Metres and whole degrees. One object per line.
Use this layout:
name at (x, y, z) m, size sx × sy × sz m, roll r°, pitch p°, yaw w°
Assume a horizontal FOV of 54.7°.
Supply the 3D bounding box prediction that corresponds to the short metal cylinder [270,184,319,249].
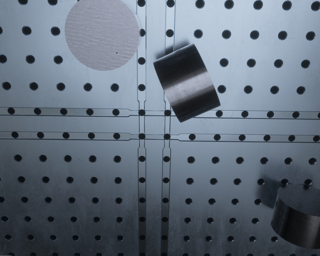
short metal cylinder at (0.201, 0.120, 0.431) m, size 0.081 × 0.080 × 0.050 m, roll 4°, pitch 110°, yaw -2°

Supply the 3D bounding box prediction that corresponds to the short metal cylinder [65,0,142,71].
short metal cylinder at (-0.063, -0.110, 0.359) m, size 0.081 × 0.050 × 0.079 m, roll 0°, pitch 110°, yaw -1°

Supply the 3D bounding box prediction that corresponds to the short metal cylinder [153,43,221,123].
short metal cylinder at (0.032, -0.052, 0.365) m, size 0.050 × 0.080 × 0.080 m, roll -24°, pitch 109°, yaw 8°
